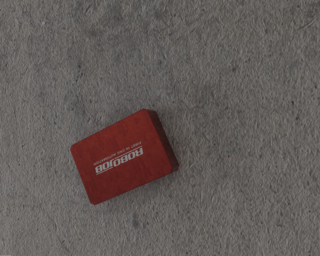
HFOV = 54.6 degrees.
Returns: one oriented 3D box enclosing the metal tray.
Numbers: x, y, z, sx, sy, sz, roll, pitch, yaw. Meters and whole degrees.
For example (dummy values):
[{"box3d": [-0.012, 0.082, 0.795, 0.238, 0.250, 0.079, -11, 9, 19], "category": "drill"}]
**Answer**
[{"box3d": [-0.051, 0.040, 0.425, 0.130, 0.030, 0.090, -26, 82, 18], "category": "metal tray"}]
